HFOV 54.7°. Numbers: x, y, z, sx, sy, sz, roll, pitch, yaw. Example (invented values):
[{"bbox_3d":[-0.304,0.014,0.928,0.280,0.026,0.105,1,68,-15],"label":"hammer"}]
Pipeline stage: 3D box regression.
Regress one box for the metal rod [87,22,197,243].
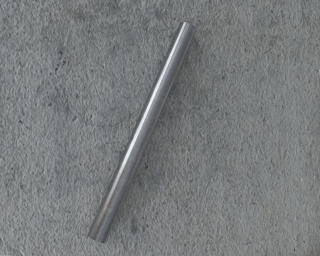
[{"bbox_3d":[-0.020,-0.001,0.401,0.025,0.025,0.299,26,81,-18],"label":"metal rod"}]
